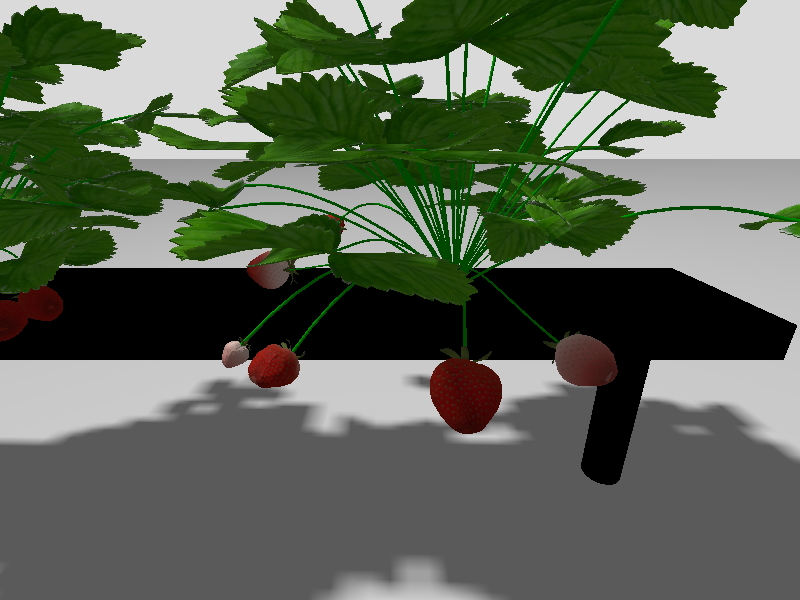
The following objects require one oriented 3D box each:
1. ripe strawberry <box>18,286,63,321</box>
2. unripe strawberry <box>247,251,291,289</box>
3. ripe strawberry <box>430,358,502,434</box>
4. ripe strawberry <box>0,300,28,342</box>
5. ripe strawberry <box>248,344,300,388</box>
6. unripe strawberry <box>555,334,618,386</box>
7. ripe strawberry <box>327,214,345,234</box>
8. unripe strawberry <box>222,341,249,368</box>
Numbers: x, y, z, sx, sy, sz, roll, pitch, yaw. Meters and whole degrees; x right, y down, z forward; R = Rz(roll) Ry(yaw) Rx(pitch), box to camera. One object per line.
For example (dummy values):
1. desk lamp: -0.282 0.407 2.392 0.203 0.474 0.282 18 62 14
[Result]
1. ripe strawberry: -0.266 0.003 0.298 0.027 0.028 0.025 12 24 26
2. unripe strawberry: -0.120 -0.028 0.369 0.039 0.033 0.039 0 21 2
3. ripe strawberry: 0.031 0.045 0.188 0.034 0.034 0.030 2 -40 5
4. ripe strawberry: -0.267 0.015 0.266 0.028 0.028 0.031 17 27 36
5. ripe strawberry: -0.069 0.037 0.216 0.027 0.024 0.024 15 32 33
6. unripe strawberry: 0.102 0.034 0.219 0.032 0.027 0.032 -7 23 -17
7. ripe strawberry: -0.099 -0.105 0.565 0.039 0.033 0.039 -14 20 -32
8. unripe strawberry: -0.100 0.033 0.241 0.015 0.016 0.016 22 -23 43
